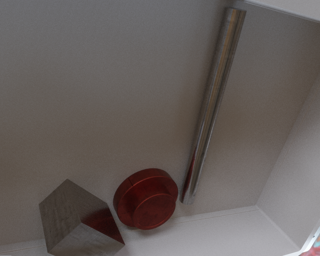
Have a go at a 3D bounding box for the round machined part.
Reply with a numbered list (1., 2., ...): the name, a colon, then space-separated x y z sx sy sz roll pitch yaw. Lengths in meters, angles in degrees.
1. round machined part: -0.016 0.112 0.460 0.099 0.042 0.097 -14 125 -21

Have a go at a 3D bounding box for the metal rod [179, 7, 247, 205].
1. metal rod: 0.068 -0.013 0.439 0.025 0.025 0.298 -4 121 -27

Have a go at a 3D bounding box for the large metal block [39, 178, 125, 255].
1. large metal block: -0.100 0.123 0.396 0.050 0.080 0.080 -43 130 1
